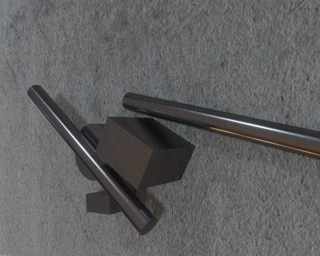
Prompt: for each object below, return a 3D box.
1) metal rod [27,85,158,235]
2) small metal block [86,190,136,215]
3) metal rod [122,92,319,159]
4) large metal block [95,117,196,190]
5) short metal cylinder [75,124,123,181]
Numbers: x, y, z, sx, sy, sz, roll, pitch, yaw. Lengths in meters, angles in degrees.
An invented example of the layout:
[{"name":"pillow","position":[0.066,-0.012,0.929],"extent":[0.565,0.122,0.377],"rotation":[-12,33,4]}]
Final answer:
[{"name":"metal rod","position":[-0.108,0.026,0.425],"extent":[0.300,0.025,0.025],"rotation":[42,115,31]},{"name":"small metal block","position":[-0.070,0.104,0.444],"extent":[0.050,0.050,0.025],"rotation":[-7,86,39]},{"name":"metal rod","position":[0.069,-0.006,0.346],"extent":[0.300,0.025,0.025],"rotation":[16,100,38]},{"name":"large metal block","position":[-0.018,0.027,0.382],"extent":[0.080,0.081,0.050],"rotation":[34,111,34]},{"name":"short metal cylinder","position":[-0.079,0.034,0.451],"extent":[0.080,0.050,0.079],"rotation":[0,90,39]}]
